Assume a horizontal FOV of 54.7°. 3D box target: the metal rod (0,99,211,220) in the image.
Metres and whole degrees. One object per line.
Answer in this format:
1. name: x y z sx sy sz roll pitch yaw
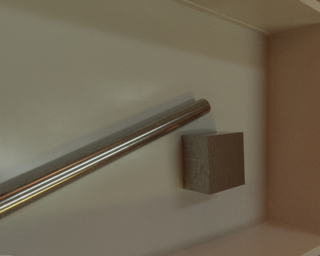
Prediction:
1. metal rod: -0.043 0.020 0.372 0.302 0.025 0.025 -26 107 -37

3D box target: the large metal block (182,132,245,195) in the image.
1. large metal block: 0.080 0.048 0.460 0.081 0.050 0.079 -4 93 -40
